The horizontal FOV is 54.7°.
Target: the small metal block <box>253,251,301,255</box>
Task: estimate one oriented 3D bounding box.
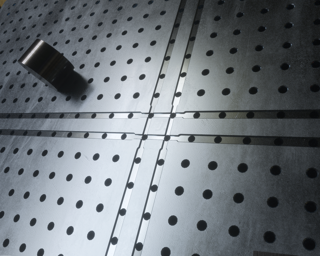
[{"bbox_3d":[0.108,0.137,0.267,0.050,0.025,0.050,-4,60,26],"label":"small metal block"}]

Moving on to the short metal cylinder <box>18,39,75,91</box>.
[{"bbox_3d":[-0.199,-0.110,0.545,0.080,0.080,0.050,27,77,37],"label":"short metal cylinder"}]
